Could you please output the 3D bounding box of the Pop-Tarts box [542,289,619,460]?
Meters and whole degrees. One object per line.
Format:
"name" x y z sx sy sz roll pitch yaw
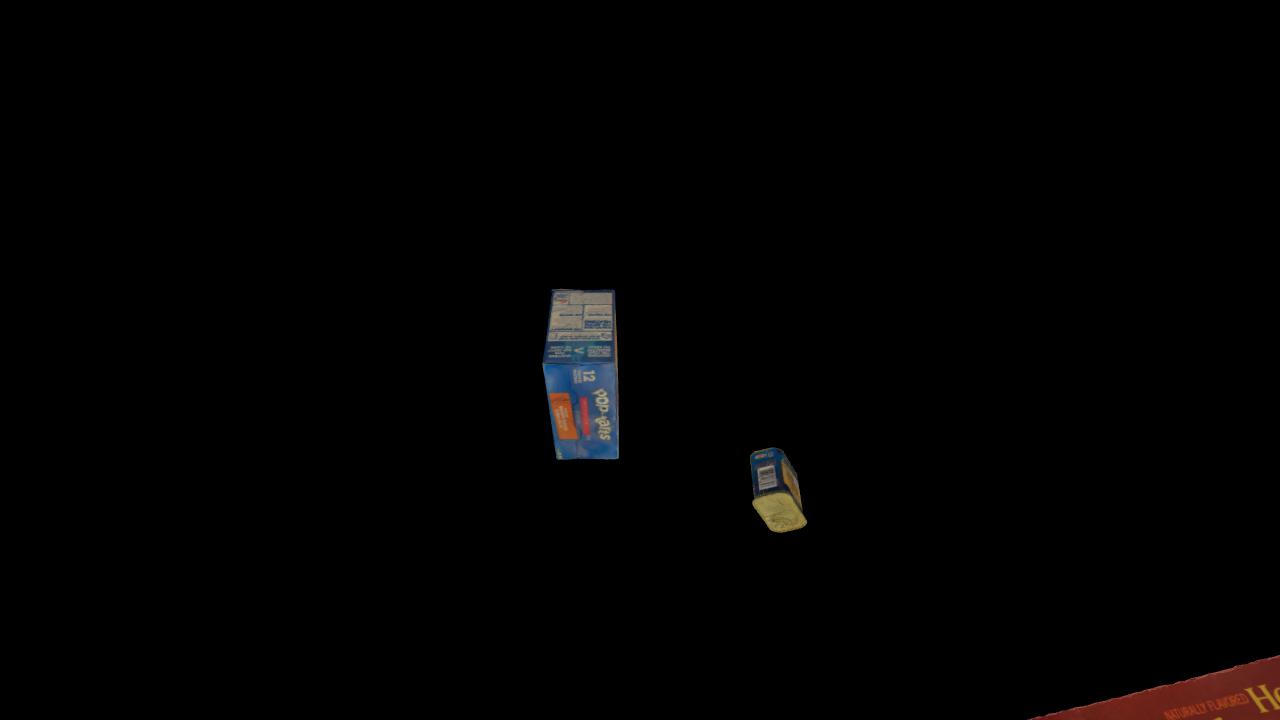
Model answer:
"Pop-Tarts box" -0.069 0.018 0.768 0.083 0.167 0.141 -2 43 -1

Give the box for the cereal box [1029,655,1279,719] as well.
"cereal box" 0.319 0.249 0.311 0.306 0.203 0.081 -33 21 26

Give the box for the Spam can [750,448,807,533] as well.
"Spam can" 0.203 0.192 0.912 0.058 0.085 0.101 -19 -50 21
